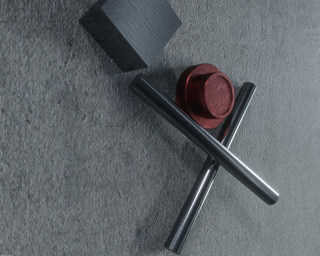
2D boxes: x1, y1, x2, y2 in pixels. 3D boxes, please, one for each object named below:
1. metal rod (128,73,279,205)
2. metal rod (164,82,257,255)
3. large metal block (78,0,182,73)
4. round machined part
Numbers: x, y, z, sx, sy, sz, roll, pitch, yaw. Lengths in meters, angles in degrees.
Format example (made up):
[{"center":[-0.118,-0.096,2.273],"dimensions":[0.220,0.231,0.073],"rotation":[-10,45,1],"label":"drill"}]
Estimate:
[{"center":[0.076,0.028,0.443],"dimensions":[0.301,0.025,0.025],"rotation":[39,66,-24],"label":"metal rod"},{"center":[0.086,0.048,0.479],"dimensions":[0.025,0.025,0.300],"rotation":[45,63,-31],"label":"metal rod"},{"center":[-0.032,-0.124,0.363],"dimensions":[0.080,0.050,0.080],"rotation":[48,61,-30],"label":"large metal block"},{"center":[0.073,-0.047,0.457],"dimensions":[0.099,0.042,0.097],"rotation":[0,90,-40],"label":"round machined part"}]
